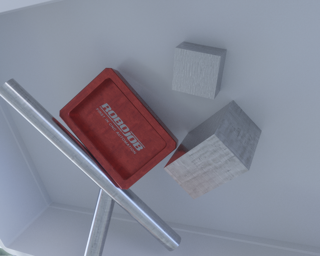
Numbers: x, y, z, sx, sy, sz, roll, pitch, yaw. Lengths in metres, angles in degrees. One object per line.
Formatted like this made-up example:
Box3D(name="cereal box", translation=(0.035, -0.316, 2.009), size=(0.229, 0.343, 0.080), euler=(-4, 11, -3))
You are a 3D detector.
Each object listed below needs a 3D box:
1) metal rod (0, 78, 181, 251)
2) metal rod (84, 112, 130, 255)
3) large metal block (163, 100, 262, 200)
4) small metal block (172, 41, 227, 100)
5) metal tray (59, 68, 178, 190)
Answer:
Box3D(name="metal rod", translation=(-0.080, 0.056, 0.397), size=(0.300, 0.025, 0.025), euler=(46, 129, -14))
Box3D(name="metal rod", translation=(-0.081, 0.124, 0.433), size=(0.025, 0.025, 0.298), euler=(16, 95, 19))
Box3D(name="large metal block", translation=(0.062, 0.024, 0.355), size=(0.050, 0.080, 0.080), euler=(47, 129, -5))
Box3D(name="small metal block", translation=(0.043, -0.064, 0.345), size=(0.050, 0.025, 0.050), euler=(16, 125, 18))
Box3D(name="metal tray", translation=(-0.051, 0.000, 0.394), size=(0.090, 0.030, 0.130), euler=(-41, 88, 8))
